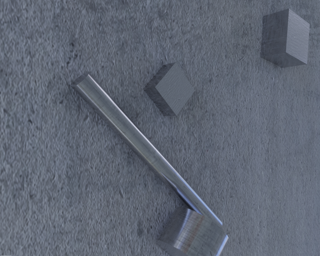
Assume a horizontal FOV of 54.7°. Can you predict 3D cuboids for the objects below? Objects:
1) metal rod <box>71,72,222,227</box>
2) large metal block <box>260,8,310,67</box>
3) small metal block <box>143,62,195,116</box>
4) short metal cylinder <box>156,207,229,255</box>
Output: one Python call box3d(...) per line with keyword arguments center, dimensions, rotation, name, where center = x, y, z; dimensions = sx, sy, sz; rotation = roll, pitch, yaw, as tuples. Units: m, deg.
box3d(center=(-0.001, 0.048, 0.403), dimensions=(0.300, 0.025, 0.025), rotation=(50, 61, -28), name="metal rod")
box3d(center=(0.238, -0.166, 0.587), dimensions=(0.081, 0.050, 0.080), rotation=(10, 84, -40), name="large metal block")
box3d(center=(0.013, -0.051, 0.416), dimensions=(0.050, 0.025, 0.050), rotation=(52, 60, -28), name="small metal block")
box3d(center=(0.042, 0.148, 0.404), dimensions=(0.080, 0.080, 0.050), rotation=(51, 60, -28), name="short metal cylinder")
